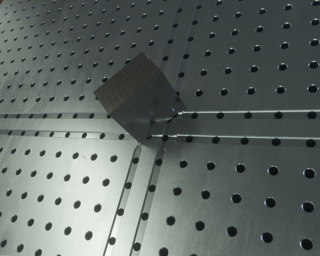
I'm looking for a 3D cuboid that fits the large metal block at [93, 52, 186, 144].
[{"bbox_3d":[-0.025,-0.037,0.408,0.080,0.080,0.050,-40,51,1],"label":"large metal block"}]
